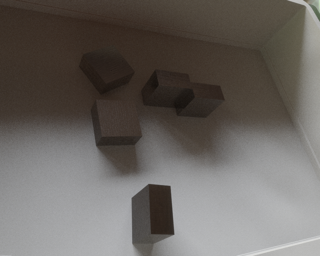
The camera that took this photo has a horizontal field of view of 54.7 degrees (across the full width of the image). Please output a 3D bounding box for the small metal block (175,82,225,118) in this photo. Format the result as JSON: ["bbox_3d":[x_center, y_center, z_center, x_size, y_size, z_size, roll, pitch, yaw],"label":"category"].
[{"bbox_3d":[0.056,-0.039,0.445,0.050,0.050,0.025,2,61,-28],"label":"small metal block"}]

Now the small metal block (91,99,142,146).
[{"bbox_3d":[-0.054,-0.006,0.381,0.050,0.025,0.050,0,62,-29],"label":"small metal block"}]

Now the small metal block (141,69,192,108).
[{"bbox_3d":[0.008,-0.053,0.428,0.050,0.050,0.025,3,61,-27],"label":"small metal block"}]

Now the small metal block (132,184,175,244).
[{"bbox_3d":[-0.009,0.093,0.329,0.025,0.050,0.050,10,57,-23],"label":"small metal block"}]

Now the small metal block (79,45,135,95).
[{"bbox_3d":[-0.071,-0.079,0.417,0.050,0.025,0.050,-32,80,-38],"label":"small metal block"}]
